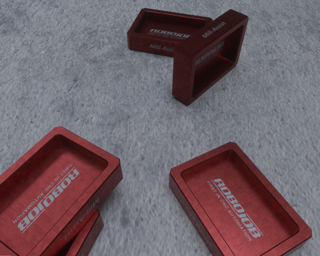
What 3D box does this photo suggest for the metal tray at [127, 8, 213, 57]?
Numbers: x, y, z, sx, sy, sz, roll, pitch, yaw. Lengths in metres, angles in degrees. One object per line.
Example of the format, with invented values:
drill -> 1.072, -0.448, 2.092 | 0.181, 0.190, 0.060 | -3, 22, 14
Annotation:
metal tray -> 0.019, -0.164, 0.538 | 0.131, 0.030, 0.090 | 12, 51, 9

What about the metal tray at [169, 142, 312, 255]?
metal tray -> 0.079, 0.083, 0.330 | 0.091, 0.030, 0.130 | -22, 54, -18

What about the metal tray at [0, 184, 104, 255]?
metal tray -> -0.124, 0.124, 0.293 | 0.090, 0.030, 0.130 | 17, 52, 13

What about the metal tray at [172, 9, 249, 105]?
metal tray -> 0.072, -0.103, 0.448 | 0.030, 0.089, 0.131 | 35, 58, 25

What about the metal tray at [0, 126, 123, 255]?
metal tray -> -0.110, 0.065, 0.303 | 0.090, 0.030, 0.131 | 26, 54, 20
